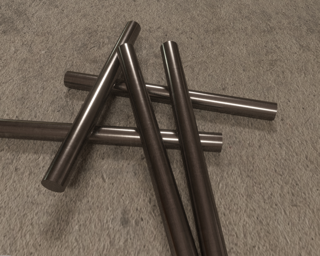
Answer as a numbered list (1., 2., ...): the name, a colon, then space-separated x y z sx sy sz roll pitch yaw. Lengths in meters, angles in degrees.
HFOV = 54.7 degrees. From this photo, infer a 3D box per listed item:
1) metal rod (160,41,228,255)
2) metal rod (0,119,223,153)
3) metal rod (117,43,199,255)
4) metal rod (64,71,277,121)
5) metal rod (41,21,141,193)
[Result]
1. metal rod: 0.034 0.014 0.361 0.025 0.025 0.299 -6 60 -6
2. metal rod: -0.074 0.009 0.394 0.302 0.025 0.025 4 50 2
3. metal rod: -0.009 0.015 0.360 0.025 0.025 0.299 -12 60 -10
4. metal rod: 0.010 -0.048 0.443 0.302 0.025 0.025 10 51 7
5. metal rod: -0.077 -0.052 0.412 0.025 0.025 0.300 10 51 8
